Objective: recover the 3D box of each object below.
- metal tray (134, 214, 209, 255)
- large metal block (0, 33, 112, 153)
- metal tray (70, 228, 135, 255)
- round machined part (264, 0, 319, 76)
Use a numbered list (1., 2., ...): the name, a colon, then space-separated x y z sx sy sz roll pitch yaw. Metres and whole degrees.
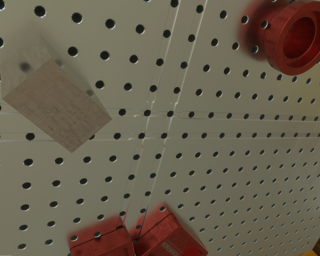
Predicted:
1. metal tray: 0.022 0.218 0.554 0.090 0.030 0.130 -39 130 -2
2. large metal block: -0.101 -0.035 0.299 0.050 0.080 0.080 -41 130 -1
3. metal tray: -0.085 0.230 0.503 0.091 0.030 0.129 -18 126 -18
4. round machined part: 0.183 -0.124 0.423 0.099 0.042 0.097 -14 124 -21
